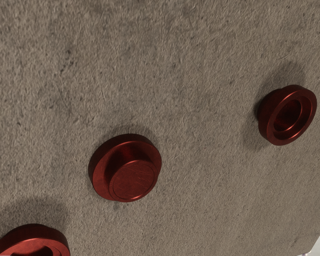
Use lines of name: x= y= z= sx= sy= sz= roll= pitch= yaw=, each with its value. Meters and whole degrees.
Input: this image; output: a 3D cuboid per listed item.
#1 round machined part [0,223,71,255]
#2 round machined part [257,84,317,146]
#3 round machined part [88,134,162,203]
round machined part: x=-0.172 y=0.165 z=0.405 sx=0.099 sy=0.042 sz=0.097 roll=-14 pitch=125 yaw=-21
round machined part: x=0.195 y=-0.024 z=0.490 sx=0.099 sy=0.042 sz=0.097 roll=-14 pitch=125 yaw=-21
round machined part: x=-0.042 y=0.060 z=0.412 sx=0.099 sy=0.042 sz=0.097 roll=-14 pitch=125 yaw=-21
